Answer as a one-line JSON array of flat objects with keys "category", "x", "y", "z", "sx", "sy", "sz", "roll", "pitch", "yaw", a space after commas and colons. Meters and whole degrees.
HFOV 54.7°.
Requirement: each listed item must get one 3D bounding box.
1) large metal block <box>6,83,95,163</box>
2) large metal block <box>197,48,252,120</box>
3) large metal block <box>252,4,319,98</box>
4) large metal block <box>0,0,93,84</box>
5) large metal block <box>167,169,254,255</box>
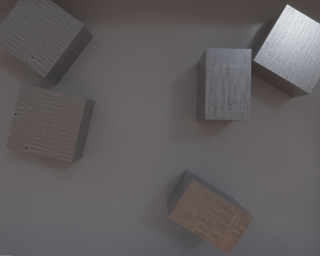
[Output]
[{"category": "large metal block", "x": -0.137, "y": -0.006, "z": 0.397, "sx": 0.080, "sy": 0.050, "sz": 0.080, "roll": 13, "pitch": 90, "yaw": -1}, {"category": "large metal block", "x": 0.076, "y": -0.049, "z": 0.385, "sx": 0.050, "sy": 0.080, "sz": 0.079, "roll": 1, "pitch": 90, "yaw": 0}, {"category": "large metal block", "x": 0.168, "y": -0.096, "z": 0.401, "sx": 0.080, "sy": 0.050, "sz": 0.080, "roll": 31, "pitch": 90, "yaw": -1}, {"category": "large metal block", "x": -0.147, "y": -0.116, "z": 0.397, "sx": 0.080, "sy": 0.050, "sz": 0.080, "roll": 37, "pitch": 90, "yaw": -1}, {"category": "large metal block", "x": 0.057, "y": 0.099, "z": 0.385, "sx": 0.080, "sy": 0.080, "sz": 0.050, "roll": 32, "pitch": 90, "yaw": -1}]
